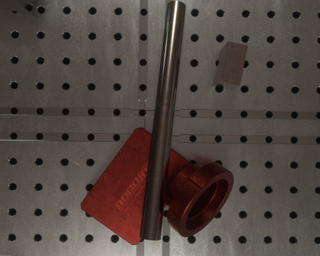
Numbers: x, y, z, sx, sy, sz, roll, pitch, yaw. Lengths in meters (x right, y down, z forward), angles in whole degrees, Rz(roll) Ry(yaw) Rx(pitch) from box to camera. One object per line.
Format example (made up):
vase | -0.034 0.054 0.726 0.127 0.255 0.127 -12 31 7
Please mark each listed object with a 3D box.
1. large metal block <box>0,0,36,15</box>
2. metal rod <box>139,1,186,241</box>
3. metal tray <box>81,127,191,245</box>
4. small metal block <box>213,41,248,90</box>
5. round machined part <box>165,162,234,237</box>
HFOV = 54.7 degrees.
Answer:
large metal block | -0.205 -0.200 0.398 0.080 0.050 0.080 11 90 -1
metal rod | 0.005 -0.017 0.388 0.025 0.025 0.299 7 80 -1
metal tray | -0.030 0.075 0.411 0.090 0.030 0.130 36 90 -1
small metal block | 0.090 -0.079 0.402 0.025 0.050 0.050 12 90 0
round machined part | 0.044 0.083 0.387 0.042 0.098 0.098 36 90 35
